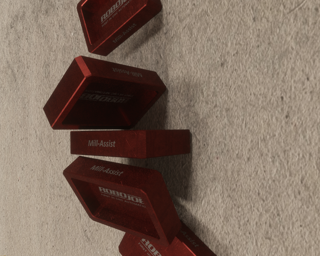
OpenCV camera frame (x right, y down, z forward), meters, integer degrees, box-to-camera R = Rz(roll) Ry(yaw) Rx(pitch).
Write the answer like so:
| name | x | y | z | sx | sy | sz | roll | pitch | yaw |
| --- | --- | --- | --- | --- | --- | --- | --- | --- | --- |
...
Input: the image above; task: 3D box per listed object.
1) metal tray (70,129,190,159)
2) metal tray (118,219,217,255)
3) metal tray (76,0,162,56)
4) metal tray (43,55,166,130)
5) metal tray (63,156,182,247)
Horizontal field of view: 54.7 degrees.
| name | x | y | z | sx | sy | sz | roll | pitch | yaw |
| --- | --- | --- | --- | --- | --- | --- | --- | --- | --- |
| metal tray | -0.039 | 0.018 | 0.392 | 0.130 | 0.091 | 0.030 | -1 | 89 | 39 |
| metal tray | 0.010 | 0.165 | 0.391 | 0.130 | 0.030 | 0.089 | 39 | 113 | 33 |
| metal tray | -0.064 | -0.176 | 0.452 | 0.130 | 0.030 | 0.090 | -28 | 73 | 36 |
| metal tray | -0.064 | -0.037 | 0.387 | 0.090 | 0.131 | 0.030 | -47 | 62 | 30 |
| metal tray | -0.046 | 0.083 | 0.365 | 0.130 | 0.030 | 0.090 | 5 | 128 | 36 |
